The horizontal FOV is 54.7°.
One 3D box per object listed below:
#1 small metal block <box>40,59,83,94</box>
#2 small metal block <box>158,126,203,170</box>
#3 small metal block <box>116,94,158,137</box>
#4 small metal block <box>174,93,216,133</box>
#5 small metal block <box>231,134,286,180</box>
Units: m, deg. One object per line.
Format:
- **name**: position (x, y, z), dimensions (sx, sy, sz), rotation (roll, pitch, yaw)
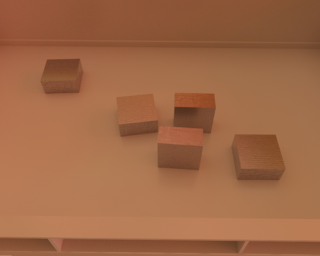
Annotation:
- **small metal block**: position (-0.147, -0.079, 0.470), dimensions (0.050, 0.025, 0.050), rotation (-2, 50, -2)
- **small metal block**: position (0.023, 0.025, 0.368), dimensions (0.050, 0.050, 0.025), rotation (4, 50, 3)
- **small metal block**: position (-0.031, -0.018, 0.420), dimensions (0.050, 0.025, 0.050), rotation (-6, 50, -6)
- **small metal block**: position (0.043, -0.019, 0.405), dimensions (0.050, 0.050, 0.025), rotation (1, 50, 1)
- **small metal block**: position (0.118, 0.035, 0.376), dimensions (0.050, 0.025, 0.050), rotation (1, 50, 0)
